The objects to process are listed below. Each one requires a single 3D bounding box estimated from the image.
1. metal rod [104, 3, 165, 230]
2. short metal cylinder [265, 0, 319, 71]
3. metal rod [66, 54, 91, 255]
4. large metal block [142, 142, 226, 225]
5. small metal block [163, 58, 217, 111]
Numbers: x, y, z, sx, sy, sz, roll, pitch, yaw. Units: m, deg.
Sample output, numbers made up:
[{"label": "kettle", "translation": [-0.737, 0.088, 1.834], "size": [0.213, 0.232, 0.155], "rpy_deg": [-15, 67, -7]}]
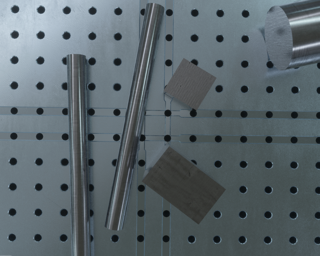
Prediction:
[{"label": "metal rod", "translation": [-0.034, -0.015, 0.412], "size": [0.025, 0.025, 0.298], "rpy_deg": [11, 90, -1]}, {"label": "short metal cylinder", "translation": [0.172, -0.117, 0.388], "size": [0.050, 0.080, 0.080], "rpy_deg": [-12, 90, 0]}, {"label": "metal rod", "translation": [-0.107, 0.053, 0.411], "size": [0.025, 0.025, 0.298], "rpy_deg": [-1, 90, -1]}, {"label": "large metal block", "translation": [0.027, 0.064, 0.386], "size": [0.080, 0.080, 0.050], "rpy_deg": [38, 90, -1]}, {"label": "small metal block", "translation": [0.039, -0.057, 0.414], "size": [0.050, 0.025, 0.050], "rpy_deg": [31, 90, -1]}]
